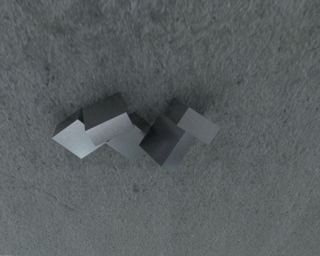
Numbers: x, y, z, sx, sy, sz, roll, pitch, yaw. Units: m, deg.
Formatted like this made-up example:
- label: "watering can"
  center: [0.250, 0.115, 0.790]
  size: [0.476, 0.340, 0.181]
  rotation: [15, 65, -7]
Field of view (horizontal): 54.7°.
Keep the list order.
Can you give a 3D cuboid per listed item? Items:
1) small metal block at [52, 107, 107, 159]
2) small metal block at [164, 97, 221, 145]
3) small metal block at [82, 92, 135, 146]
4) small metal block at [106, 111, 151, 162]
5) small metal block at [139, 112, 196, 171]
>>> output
- label: "small metal block"
  center: [-0.105, 0.008, 0.412]
  size: [0.050, 0.025, 0.050]
  rotation: [-32, 124, 24]
- label: "small metal block"
  center: [0.038, -0.009, 0.380]
  size: [0.050, 0.050, 0.025]
  rotation: [31, 97, -24]
- label: "small metal block"
  center: [-0.063, -0.012, 0.372]
  size: [0.050, 0.050, 0.025]
  rotation: [-25, 127, -1]
- label: "small metal block"
  center: [-0.036, 0.013, 0.418]
  size: [0.050, 0.025, 0.050]
  rotation: [-35, 123, 25]
- label: "small metal block"
  center: [0.009, 0.017, 0.380]
  size: [0.025, 0.050, 0.050]
  rotation: [28, 99, -46]
